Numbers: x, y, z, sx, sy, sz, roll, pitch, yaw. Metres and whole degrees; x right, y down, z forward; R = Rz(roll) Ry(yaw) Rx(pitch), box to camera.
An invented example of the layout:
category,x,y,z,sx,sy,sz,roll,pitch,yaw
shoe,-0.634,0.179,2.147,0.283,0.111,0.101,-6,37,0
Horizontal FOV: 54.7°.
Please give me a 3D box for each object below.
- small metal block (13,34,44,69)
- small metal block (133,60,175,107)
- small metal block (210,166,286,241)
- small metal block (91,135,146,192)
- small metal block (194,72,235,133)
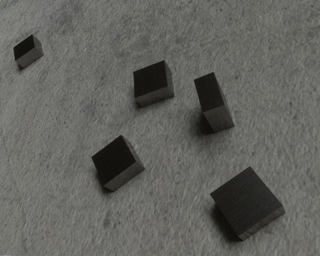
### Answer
category,x,y,z,sx,sy,sz,roll,pitch,yaw
small metal block,-0.273,-0.159,0.641,0.050,0.025,0.050,-32,52,6
small metal block,-0.009,-0.064,0.446,0.050,0.025,0.050,-18,55,17
small metal block,0.087,0.076,0.311,0.050,0.025,0.050,-36,51,4
small metal block,-0.055,0.046,0.403,0.050,0.025,0.050,-37,51,3
small metal block,0.065,-0.030,0.371,0.025,0.050,0.050,-21,54,16
